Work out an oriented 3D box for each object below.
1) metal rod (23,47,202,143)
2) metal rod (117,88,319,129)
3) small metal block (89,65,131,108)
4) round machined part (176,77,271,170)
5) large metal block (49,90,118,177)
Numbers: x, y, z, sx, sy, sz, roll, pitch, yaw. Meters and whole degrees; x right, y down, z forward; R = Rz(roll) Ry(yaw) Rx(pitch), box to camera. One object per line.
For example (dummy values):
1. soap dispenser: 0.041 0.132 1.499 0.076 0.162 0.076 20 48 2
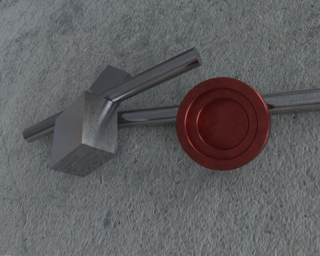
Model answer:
1. metal rod: -0.082 -0.039 0.441 0.300 0.025 0.025 -21 54 23
2. metal rod: 0.070 -0.022 0.379 0.301 0.025 0.025 -5 60 25
3. small metal block: -0.073 -0.066 0.481 0.050 0.025 0.050 27 76 37
4. round machined part: 0.071 -0.004 0.341 0.098 0.042 0.097 0 90 25
5. large metal block: -0.101 0.010 0.415 0.080 0.050 0.080 -34 48 36
